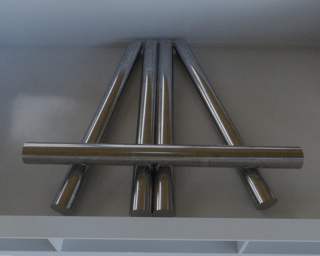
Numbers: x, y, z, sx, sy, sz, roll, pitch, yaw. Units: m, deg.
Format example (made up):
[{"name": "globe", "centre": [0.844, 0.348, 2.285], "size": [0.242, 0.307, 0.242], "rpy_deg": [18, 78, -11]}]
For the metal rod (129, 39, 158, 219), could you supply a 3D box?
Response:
[{"name": "metal rod", "centre": [-0.017, -0.023, 0.423], "size": [0.025, 0.025, 0.300], "rpy_deg": [1, 50, 1]}]

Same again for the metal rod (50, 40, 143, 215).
[{"name": "metal rod", "centre": [-0.073, -0.025, 0.424], "size": [0.025, 0.025, 0.300], "rpy_deg": [10, 51, 8]}]

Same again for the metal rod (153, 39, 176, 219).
[{"name": "metal rod", "centre": [0.007, -0.024, 0.423], "size": [0.025, 0.025, 0.300], "rpy_deg": [1, 50, 1]}]

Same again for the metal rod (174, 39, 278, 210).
[{"name": "metal rod", "centre": [0.075, -0.028, 0.427], "size": [0.025, 0.025, 0.300], "rpy_deg": [-12, 51, -10]}]

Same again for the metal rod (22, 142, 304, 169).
[{"name": "metal rod", "centre": [0.003, 0.030, 0.344], "size": [0.302, 0.025, 0.025], "rpy_deg": [1, 50, 1]}]
